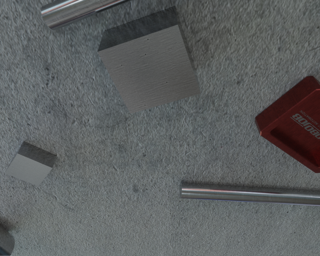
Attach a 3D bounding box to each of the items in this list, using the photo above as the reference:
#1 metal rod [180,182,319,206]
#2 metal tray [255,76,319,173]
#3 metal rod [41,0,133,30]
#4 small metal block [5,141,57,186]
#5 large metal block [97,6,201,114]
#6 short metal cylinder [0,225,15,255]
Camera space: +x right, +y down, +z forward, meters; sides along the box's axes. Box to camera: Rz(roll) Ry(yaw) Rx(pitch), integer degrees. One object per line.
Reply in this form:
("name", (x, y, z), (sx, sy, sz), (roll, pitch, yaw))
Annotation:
("metal rod", (0.183, 0.110, 0.503), (0.302, 0.025, 0.025), (4, 130, -4))
("metal tray", (0.203, 0.001, 0.407), (0.131, 0.030, 0.090), (30, 124, -24))
("metal rod", (0.030, -0.151, 0.279), (0.301, 0.025, 0.025), (-16, 129, 12))
("small metal block", (-0.187, 0.053, 0.449), (0.050, 0.025, 0.050), (29, 124, -23))
("large metal block", (-0.008, -0.071, 0.331), (0.080, 0.050, 0.080), (-15, 129, 12))
("short metal cylinder", (-0.308, 0.208, 0.544), (0.080, 0.080, 0.050), (-13, 129, 10))
